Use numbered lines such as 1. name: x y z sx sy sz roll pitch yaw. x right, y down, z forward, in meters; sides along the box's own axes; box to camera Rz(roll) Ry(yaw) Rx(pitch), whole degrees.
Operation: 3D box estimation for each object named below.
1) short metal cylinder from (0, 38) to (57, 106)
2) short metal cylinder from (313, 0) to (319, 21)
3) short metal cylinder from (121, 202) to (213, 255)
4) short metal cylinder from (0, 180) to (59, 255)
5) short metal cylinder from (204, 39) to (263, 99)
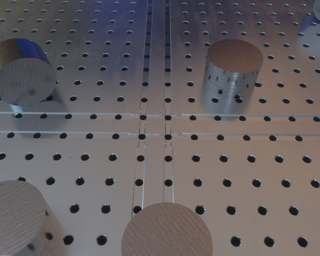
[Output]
1. short metal cylinder: -0.193 -0.077 0.435 0.081 0.080 0.050 -24 54 -19
2. short metal cylinder: 0.333 -0.244 0.582 0.080 0.080 0.050 14 52 11
3. short metal cylinder: 0.006 0.118 0.292 0.081 0.050 0.080 0 50 0
4. short metal cylinder: -0.148 0.099 0.306 0.081 0.050 0.080 0 50 0
5. short metal cylinder: 0.109 -0.090 0.469 0.081 0.050 0.080 0 50 0
